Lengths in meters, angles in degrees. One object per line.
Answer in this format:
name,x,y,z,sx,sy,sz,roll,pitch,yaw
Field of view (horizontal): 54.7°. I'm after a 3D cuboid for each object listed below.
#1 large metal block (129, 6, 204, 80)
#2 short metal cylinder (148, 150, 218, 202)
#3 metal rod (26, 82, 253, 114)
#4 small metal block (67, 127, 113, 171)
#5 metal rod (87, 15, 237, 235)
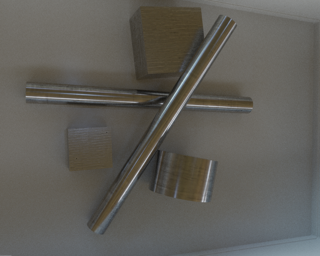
large metal block,0.010,-0.108,0.402,0.081,0.050,0.079,-8,93,-20
short metal cylinder,0.030,0.059,0.394,0.081,0.080,0.050,12,86,-20
metal rod,-0.011,-0.037,0.407,0.303,0.025,0.025,1,90,-21
small metal block,-0.086,0.024,0.379,0.050,0.025,0.050,-3,91,-20
metal rod,0.001,-0.002,0.377,0.025,0.025,0.299,32,92,-18
